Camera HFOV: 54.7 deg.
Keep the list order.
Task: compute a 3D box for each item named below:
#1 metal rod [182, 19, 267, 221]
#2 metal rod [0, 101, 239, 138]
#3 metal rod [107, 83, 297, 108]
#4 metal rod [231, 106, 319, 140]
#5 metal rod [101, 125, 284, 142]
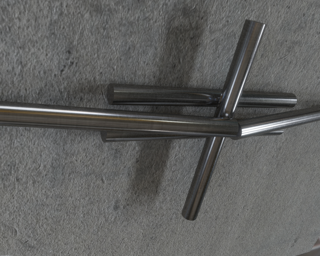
[{"bbox_3d":[0.079,0.006,0.425,0.025,0.025,0.298,0,119,-29],"label":"metal rod"},{"bbox_3d":[-0.048,-0.008,0.345,0.302,0.025,0.025,3,117,-20],"label":"metal rod"},{"bbox_3d":[0.076,-0.041,0.426,0.303,0.025,0.025,-1,119,-28],"label":"metal rod"},{"bbox_3d":[0.217,-0.016,0.487,0.303,0.025,0.025,-9,123,-36],"label":"metal rod"},{"bbox_3d":[0.065,0.002,0.446,0.303,0.025,0.025,-1,119,-28],"label":"metal rod"}]
